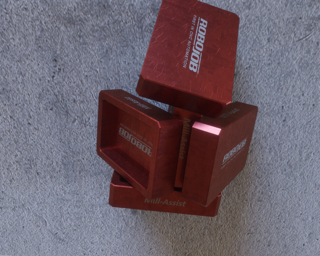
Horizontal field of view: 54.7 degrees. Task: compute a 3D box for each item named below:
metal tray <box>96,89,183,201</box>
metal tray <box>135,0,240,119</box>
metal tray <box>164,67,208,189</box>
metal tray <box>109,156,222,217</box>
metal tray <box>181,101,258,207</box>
[{"bbox_3d":[-0.031,0.013,0.364,0.030,0.130,0.089,-9,115,-36],"label":"metal tray"},{"bbox_3d":[0.034,-0.082,0.332,0.091,0.130,0.030,17,150,-7],"label":"metal tray"},{"bbox_3d":[0.026,-0.004,0.375,0.030,0.090,0.129,7,110,-3],"label":"metal tray"},{"bbox_3d":[0.006,0.070,0.402,0.131,0.090,0.030,7,110,-3],"label":"metal tray"},{"bbox_3d":[0.075,0.024,0.368,0.030,0.131,0.089,18,113,29],"label":"metal tray"}]
